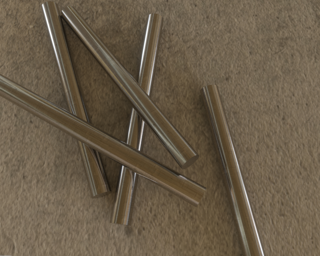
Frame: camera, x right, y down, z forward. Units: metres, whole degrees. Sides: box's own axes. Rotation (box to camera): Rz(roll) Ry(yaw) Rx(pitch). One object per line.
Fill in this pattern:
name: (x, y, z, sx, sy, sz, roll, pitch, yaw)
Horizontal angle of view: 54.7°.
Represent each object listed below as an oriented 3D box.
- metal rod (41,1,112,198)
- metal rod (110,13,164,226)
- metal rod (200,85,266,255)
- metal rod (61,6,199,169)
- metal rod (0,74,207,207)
metal rod: (-0.119, -0.051, 0.425, 0.025, 0.025, 0.299, -18, 71, -7)
metal rod: (-0.027, -0.025, 0.417, 0.025, 0.025, 0.299, 7, 70, 2)
metal rod: (0.096, 0.084, 0.378, 0.025, 0.025, 0.299, -10, 70, -4)
metal rod: (-0.052, -0.068, 0.410, 0.025, 0.025, 0.300, -34, 66, -12)
metal rod: (-0.084, 0.009, 0.376, 0.301, 0.025, 0.025, 28, 72, 9)
